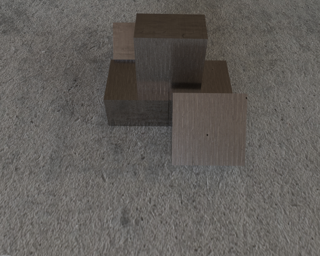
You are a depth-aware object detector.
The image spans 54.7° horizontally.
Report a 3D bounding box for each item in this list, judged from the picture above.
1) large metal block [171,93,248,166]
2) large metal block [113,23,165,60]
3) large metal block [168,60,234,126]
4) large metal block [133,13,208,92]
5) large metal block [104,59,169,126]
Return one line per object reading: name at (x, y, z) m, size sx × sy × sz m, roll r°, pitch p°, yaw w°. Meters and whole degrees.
large metal block at (0.054, -0.001, 0.362) m, size 0.081 × 0.079 × 0.050 m, roll 1°, pitch 6°, yaw 0°
large metal block at (-0.024, -0.124, 0.465) m, size 0.081 × 0.050 × 0.080 m, roll 0°, pitch 6°, yaw 0°
large metal block at (0.052, -0.049, 0.428) m, size 0.081 × 0.050 × 0.080 m, roll 1°, pitch 50°, yaw 0°
large metal block at (0.012, -0.090, 0.381) m, size 0.081 × 0.080 × 0.050 m, roll 1°, pitch 50°, yaw 0°
large metal block at (-0.029, -0.049, 0.427) m, size 0.081 × 0.050 × 0.080 m, roll 1°, pitch 50°, yaw 0°
